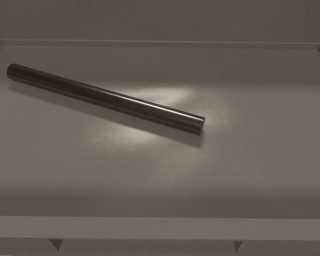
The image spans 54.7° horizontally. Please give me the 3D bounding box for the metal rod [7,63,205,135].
[{"bbox_3d":[-0.085,-0.044,0.440,0.301,0.025,0.025,17,52,13],"label":"metal rod"}]
